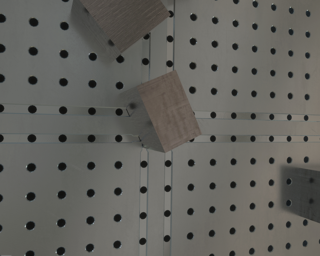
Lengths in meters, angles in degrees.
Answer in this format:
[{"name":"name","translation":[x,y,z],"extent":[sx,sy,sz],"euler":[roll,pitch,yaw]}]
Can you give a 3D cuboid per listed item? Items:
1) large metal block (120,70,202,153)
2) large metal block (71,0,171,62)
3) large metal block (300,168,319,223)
[{"name":"large metal block","translation":[-0.002,-0.019,0.382],"extent":[0.050,0.080,0.080],"euler":[-26,99,-18]},{"name":"large metal block","translation":[-0.049,-0.142,0.381],"extent":[0.080,0.050,0.080],"euler":[-42,104,-15]},{"name":"large metal block","translation":[0.279,0.107,0.502],"extent":[0.081,0.050,0.080],"euler":[1,90,-20]}]
